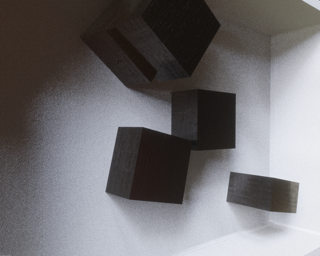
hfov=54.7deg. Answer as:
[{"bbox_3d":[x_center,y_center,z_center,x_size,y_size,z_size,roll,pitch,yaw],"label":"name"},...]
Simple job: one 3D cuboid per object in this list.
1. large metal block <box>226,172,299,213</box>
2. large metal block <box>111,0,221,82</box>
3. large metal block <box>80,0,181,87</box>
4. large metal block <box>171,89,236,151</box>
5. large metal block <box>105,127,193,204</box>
[{"bbox_3d":[0.170,0.106,0.514,0.081,0.080,0.050,16,80,-39],"label":"large metal block"},{"bbox_3d":[0.009,-0.108,0.333,0.080,0.050,0.080,45,63,-31],"label":"large metal block"},{"bbox_3d":[-0.031,-0.107,0.364,0.080,0.050,0.080,47,62,-30],"label":"large metal block"},{"bbox_3d":[0.063,-0.011,0.443,0.081,0.050,0.080,1,90,-40],"label":"large metal block"},{"bbox_3d":[-0.012,0.046,0.380,0.081,0.050,0.080,17,80,-39],"label":"large metal block"}]
